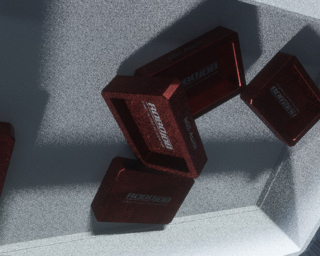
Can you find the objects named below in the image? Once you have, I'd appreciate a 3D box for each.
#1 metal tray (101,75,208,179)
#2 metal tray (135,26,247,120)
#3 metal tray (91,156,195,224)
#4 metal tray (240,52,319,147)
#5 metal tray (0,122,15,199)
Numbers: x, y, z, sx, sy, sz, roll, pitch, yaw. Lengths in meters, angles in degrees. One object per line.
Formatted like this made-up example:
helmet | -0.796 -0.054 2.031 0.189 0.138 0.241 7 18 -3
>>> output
metal tray | -0.003 0.000 0.365 0.030 0.090 0.130 -55 138 -33
metal tray | 0.043 -0.060 0.393 0.131 0.030 0.090 -30 129 -10
metal tray | -0.023 0.096 0.454 0.131 0.030 0.089 15 111 -35
metal tray | 0.194 -0.040 0.476 0.130 0.030 0.090 39 96 -30
metal tray | -0.213 0.051 0.321 0.091 0.030 0.129 10 113 -33
